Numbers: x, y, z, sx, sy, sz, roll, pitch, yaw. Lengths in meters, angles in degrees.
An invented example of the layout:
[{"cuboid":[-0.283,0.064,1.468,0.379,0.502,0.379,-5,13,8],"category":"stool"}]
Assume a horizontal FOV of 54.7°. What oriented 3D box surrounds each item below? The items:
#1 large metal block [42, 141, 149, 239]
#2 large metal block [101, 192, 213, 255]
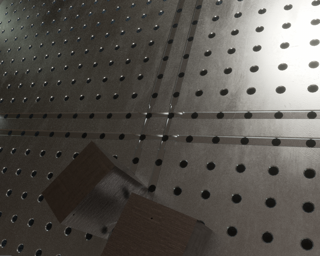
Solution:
[{"cuboid":[-0.073,0.074,0.364,0.080,0.080,0.050,-47,52,-5],"category":"large metal block"},{"cuboid":[-0.004,0.123,0.318,0.080,0.050,0.080,14,69,33],"category":"large metal block"}]
